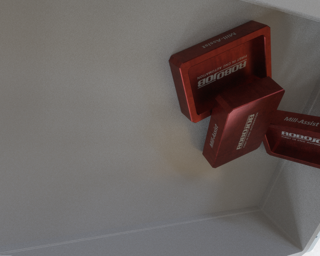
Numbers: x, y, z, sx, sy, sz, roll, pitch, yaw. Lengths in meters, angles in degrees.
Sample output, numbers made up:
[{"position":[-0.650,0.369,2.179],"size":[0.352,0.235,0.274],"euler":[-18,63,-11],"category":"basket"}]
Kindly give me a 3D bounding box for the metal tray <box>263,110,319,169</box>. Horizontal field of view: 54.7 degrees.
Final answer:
[{"position":[0.222,0.019,0.473],"size":[0.030,0.130,0.090],"euler":[-53,133,-22],"category":"metal tray"}]

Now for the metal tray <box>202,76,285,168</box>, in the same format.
[{"position":[0.113,-0.004,0.438],"size":[0.091,0.030,0.129],"euler":[-21,144,-19],"category":"metal tray"}]

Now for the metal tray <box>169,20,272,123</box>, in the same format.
[{"position":[0.083,-0.073,0.405],"size":[0.131,0.030,0.090],"euler":[-26,128,-12],"category":"metal tray"}]

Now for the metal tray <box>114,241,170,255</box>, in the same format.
[{"position":[-0.045,0.262,0.544],"size":[0.091,0.030,0.129],"euler":[5,116,-31],"category":"metal tray"}]
